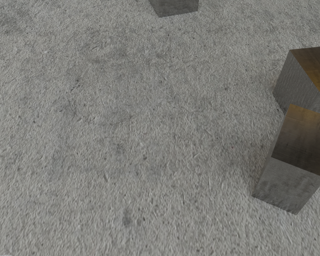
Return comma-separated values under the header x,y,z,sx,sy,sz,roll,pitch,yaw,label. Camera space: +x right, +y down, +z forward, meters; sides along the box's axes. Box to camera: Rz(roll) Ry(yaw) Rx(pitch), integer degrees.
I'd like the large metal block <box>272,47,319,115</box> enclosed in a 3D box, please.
x,y,z,sx,sy,sz,roll,pitch,yaw,label
0.199,-0.049,0.410,0.050,0.080,0.080,-7,51,-6,large metal block

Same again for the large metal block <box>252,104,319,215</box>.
x,y,z,sx,sy,sz,roll,pitch,yaw,label
0.146,0.035,0.339,0.050,0.080,0.080,22,54,17,large metal block

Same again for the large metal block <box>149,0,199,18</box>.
x,y,z,sx,sy,sz,roll,pitch,yaw,label
0.024,-0.267,0.611,0.081,0.050,0.080,-14,51,-11,large metal block
